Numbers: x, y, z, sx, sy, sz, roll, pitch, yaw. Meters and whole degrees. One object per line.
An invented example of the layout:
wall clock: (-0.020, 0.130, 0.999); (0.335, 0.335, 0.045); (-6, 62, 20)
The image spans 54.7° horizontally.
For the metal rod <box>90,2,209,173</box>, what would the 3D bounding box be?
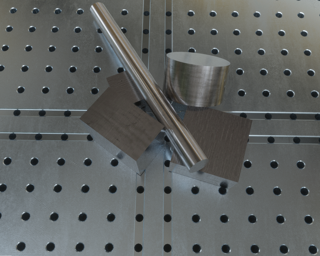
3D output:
metal rod: (-0.027, -0.071, 0.405); (0.025, 0.025, 0.299); (-26, 61, -10)

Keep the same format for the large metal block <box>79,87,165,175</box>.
large metal block: (-0.042, 0.007, 0.379); (0.080, 0.080, 0.050); (35, 74, 11)

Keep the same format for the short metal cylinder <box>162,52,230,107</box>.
short metal cylinder: (0.045, -0.065, 0.400); (0.080, 0.080, 0.050); (8, 114, 2)

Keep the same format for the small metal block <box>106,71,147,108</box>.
small metal block: (-0.040, -0.052, 0.431); (0.050, 0.025, 0.050); (-23, 72, -9)

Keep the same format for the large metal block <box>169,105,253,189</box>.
large metal block: (0.062, 0.023, 0.390); (0.080, 0.050, 0.080); (17, 71, 5)
